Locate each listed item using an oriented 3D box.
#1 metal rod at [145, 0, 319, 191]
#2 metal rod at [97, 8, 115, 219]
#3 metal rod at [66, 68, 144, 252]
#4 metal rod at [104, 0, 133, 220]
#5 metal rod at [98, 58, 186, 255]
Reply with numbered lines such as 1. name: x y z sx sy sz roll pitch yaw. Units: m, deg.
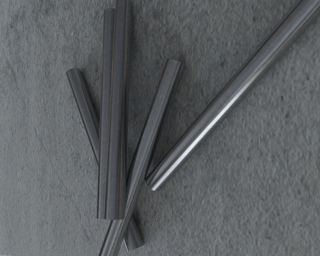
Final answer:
1. metal rod: 0.074 -0.031 0.342 0.298 0.025 0.025 -52 60 27
2. metal rod: -0.073 -0.024 0.444 0.025 0.025 0.298 -5 81 39
3. metal rod: -0.090 0.037 0.476 0.025 0.025 0.299 -36 68 34
4. metal rod: -0.054 -0.033 0.414 0.025 0.025 0.299 -9 74 39
5. metal rod: -0.029 0.056 0.405 0.025 0.025 0.298 25 99 37
